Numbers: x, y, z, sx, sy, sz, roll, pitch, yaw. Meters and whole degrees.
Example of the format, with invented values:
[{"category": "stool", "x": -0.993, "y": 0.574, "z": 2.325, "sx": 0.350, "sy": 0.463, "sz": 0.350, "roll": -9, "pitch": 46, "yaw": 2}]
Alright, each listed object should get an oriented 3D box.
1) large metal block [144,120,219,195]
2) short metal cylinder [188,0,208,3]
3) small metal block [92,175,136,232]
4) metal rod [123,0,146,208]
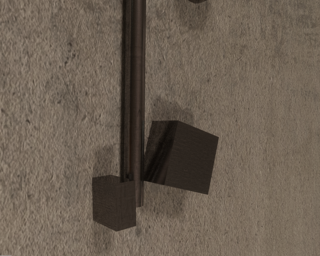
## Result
[{"category": "large metal block", "x": 0.027, "y": 0.040, "z": 0.413, "sx": 0.080, "sy": 0.050, "sz": 0.080, "roll": 21, "pitch": 77, "yaw": -38}, {"category": "short metal cylinder", "x": 0.065, "y": -0.228, "z": 0.445, "sx": 0.081, "sy": 0.050, "sz": 0.079, "roll": 0, "pitch": 90, "yaw": -40}, {"category": "small metal block", "x": -0.052, "y": 0.082, "z": 0.347, "sx": 0.025, "sy": 0.050, "sz": 0.050, "roll": -2, "pitch": 92, "yaw": -40}, {"category": "metal rod", "x": -0.031, "y": -0.055, "z": 0.380, "sx": 0.025, "sy": 0.025, "sz": 0.298, "roll": 1, "pitch": 89, "yaw": -40}]
